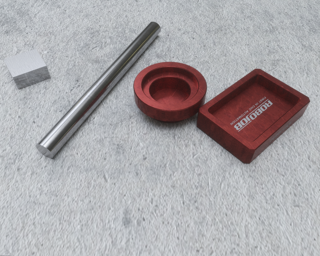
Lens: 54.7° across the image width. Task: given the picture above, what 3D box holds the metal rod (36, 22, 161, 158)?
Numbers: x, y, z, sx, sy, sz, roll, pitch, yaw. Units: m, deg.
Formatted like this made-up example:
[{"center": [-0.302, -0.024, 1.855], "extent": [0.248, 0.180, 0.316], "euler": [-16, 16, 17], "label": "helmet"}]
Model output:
[{"center": [-0.075, -0.075, 0.465], "extent": [0.025, 0.025, 0.301], "euler": [20, 53, 16], "label": "metal rod"}]

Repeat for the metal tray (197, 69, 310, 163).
[{"center": [0.125, -0.022, 0.418], "extent": [0.131, 0.030, 0.090], "euler": [-35, 59, -26], "label": "metal tray"}]

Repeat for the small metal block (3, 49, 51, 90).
[{"center": [-0.205, -0.092, 0.479], "extent": [0.050, 0.025, 0.050], "euler": [-26, 55, -20], "label": "small metal block"}]

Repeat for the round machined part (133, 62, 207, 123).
[{"center": [0.014, -0.045, 0.430], "extent": [0.099, 0.042, 0.098], "euler": [0, 50, 0], "label": "round machined part"}]
